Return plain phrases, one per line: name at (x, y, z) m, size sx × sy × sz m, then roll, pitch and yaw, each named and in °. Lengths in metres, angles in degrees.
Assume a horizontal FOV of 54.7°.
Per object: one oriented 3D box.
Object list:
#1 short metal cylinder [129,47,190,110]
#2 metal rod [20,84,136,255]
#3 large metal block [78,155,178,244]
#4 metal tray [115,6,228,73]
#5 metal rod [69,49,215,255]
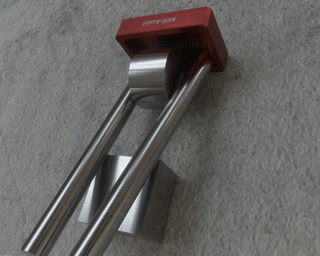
short metal cylinder at (0.002, -0.064, 0.408) m, size 0.050 × 0.080 × 0.080 m, roll 2°, pitch 63°, yaw 28°
metal rod at (-0.064, 0.009, 0.373) m, size 0.025 × 0.025 × 0.301 m, roll 2°, pitch 47°, yaw 29°
large metal block at (-0.034, 0.079, 0.355) m, size 0.080 × 0.050 × 0.080 m, roll 2°, pitch 63°, yaw 28°
metal tray at (0.017, -0.112, 0.422) m, size 0.130 × 0.090 × 0.030 m, roll 2°, pitch 63°, yaw 29°
metal rod at (-0.002, 0.011, 0.339) m, size 0.025 × 0.025 × 0.301 m, roll 9°, pitch 51°, yaw 32°
